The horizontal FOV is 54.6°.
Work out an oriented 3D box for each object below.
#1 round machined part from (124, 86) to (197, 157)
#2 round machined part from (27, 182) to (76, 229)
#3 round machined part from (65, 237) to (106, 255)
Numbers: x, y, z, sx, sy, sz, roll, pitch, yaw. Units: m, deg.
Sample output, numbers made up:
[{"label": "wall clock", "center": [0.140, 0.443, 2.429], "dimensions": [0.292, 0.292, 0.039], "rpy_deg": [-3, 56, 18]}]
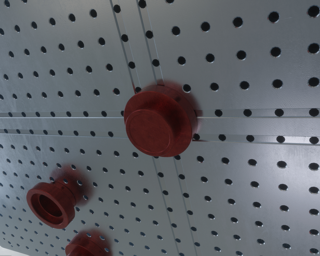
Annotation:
[{"label": "round machined part", "center": [-0.005, -0.002, 0.402], "dimensions": [0.098, 0.042, 0.097], "rpy_deg": [13, 124, 21]}, {"label": "round machined part", "center": [-0.203, 0.143, 0.597], "dimensions": [0.098, 0.042, 0.097], "rpy_deg": [13, 124, 21]}, {"label": "round machined part", "center": [-0.164, 0.285, 0.664], "dimensions": [0.098, 0.042, 0.097], "rpy_deg": [13, 124, 21]}]
